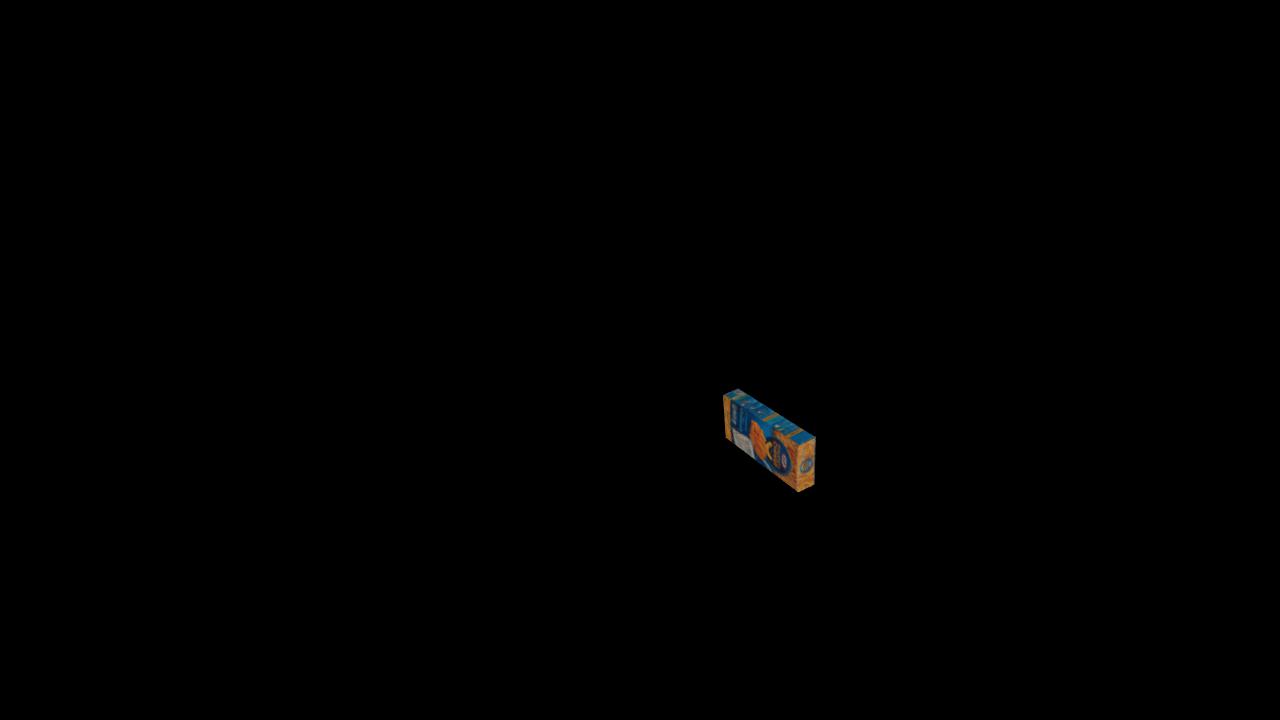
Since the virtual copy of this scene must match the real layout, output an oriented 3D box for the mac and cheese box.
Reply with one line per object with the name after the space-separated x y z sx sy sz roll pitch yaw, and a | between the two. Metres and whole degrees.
0.206 0.126 0.999 0.041 0.093 0.184 -19 30 -24 | mac and cheese box
